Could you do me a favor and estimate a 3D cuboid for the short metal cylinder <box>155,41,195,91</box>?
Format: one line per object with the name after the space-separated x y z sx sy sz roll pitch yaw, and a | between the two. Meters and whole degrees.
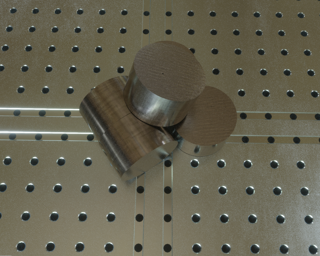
0.009 -0.071 0.423 0.081 0.050 0.080 0 70 0 | short metal cylinder

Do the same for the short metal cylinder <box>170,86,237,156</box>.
0.054 -0.008 0.401 0.081 0.050 0.080 0 70 0 | short metal cylinder

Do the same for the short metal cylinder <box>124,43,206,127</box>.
0.004 -0.048 0.348 0.081 0.050 0.080 10 56 -15 | short metal cylinder

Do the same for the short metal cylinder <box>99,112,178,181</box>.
-0.026 0.020 0.375 0.080 0.080 0.050 -32 74 -11 | short metal cylinder

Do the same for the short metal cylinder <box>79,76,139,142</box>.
-0.053 -0.020 0.389 0.080 0.080 0.050 -32 74 -11 | short metal cylinder
